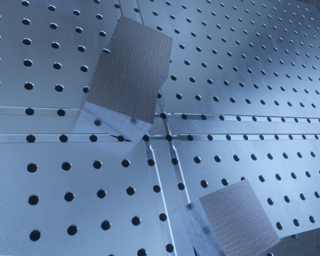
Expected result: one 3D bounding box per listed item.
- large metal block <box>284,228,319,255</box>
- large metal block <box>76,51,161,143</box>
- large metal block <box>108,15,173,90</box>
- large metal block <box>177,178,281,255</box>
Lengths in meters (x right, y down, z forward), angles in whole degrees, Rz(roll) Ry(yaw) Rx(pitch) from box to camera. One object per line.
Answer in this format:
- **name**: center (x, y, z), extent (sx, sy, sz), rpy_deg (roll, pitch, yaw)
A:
- **large metal block**: center (0.216, 0.171, 0.388), extent (0.080, 0.080, 0.050), rpy_deg (33, 51, -7)
- **large metal block**: center (-0.050, -0.038, 0.389), extent (0.081, 0.050, 0.080), rpy_deg (19, 54, -17)
- **large metal block**: center (-0.032, -0.100, 0.437), extent (0.081, 0.050, 0.080), rpy_deg (19, 54, -17)
- **large metal block**: center (0.080, 0.115, 0.367), extent (0.081, 0.050, 0.080), rpy_deg (-12, 68, -34)
